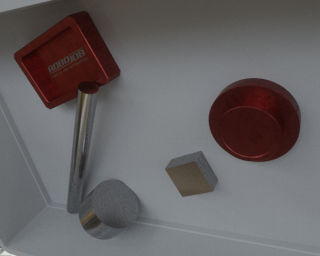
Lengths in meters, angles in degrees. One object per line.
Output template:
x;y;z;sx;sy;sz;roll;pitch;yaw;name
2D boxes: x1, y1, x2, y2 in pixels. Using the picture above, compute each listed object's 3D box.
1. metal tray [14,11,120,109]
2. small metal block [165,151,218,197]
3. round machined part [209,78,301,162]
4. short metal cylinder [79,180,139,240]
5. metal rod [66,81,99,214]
-0.127;-0.086;0.417;0.130;0.030;0.090;-17;110;34;metal tray
0.043;0.064;0.424;0.050;0.025;0.050;-20;108;35;small metal block
0.101;-0.002;0.343;0.098;0.042;0.097;13;124;20;round machined part
-0.082;0.130;0.495;0.080;0.080;0.050;43;129;-2;short metal cylinder
-0.126;0.051;0.483;0.025;0.025;0.298;29;134;9;metal rod
